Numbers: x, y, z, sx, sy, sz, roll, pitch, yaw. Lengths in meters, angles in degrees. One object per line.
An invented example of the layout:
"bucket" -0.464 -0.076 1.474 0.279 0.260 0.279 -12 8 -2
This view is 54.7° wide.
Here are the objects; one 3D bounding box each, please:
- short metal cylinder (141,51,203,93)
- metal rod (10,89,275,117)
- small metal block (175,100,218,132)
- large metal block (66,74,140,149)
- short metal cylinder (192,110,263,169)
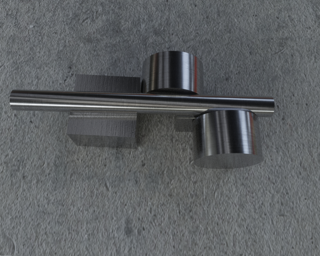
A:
"short metal cylinder" 0.016 -0.056 0.402 0.081 0.080 0.050 2 70 0
"metal rod" -0.019 -0.029 0.365 0.302 0.025 0.025 1 70 -1
"small metal block" 0.046 -0.015 0.401 0.050 0.050 0.025 1 70 0
"large metal block" -0.067 -0.020 0.399 0.081 0.050 0.080 3 70 1
"short metal cylinder" 0.080 0.017 0.374 0.081 0.080 0.050 0 70 -1
